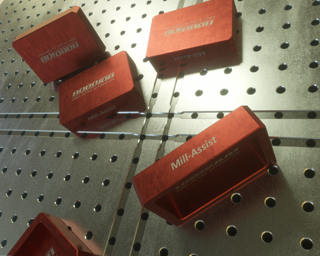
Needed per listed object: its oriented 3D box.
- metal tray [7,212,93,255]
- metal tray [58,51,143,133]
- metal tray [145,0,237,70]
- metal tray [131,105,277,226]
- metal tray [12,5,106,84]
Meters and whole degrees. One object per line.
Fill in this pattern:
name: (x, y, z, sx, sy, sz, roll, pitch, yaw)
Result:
metal tray: (-0.152, 0.181, 0.371, 0.090, 0.030, 0.130, 28, 76, 37)
metal tray: (-0.097, -0.057, 0.489, 0.130, 0.030, 0.090, -24, 53, 12)
metal tray: (0.048, -0.142, 0.466, 0.130, 0.030, 0.090, -6, 59, 24)
metal tray: (0.049, 0.043, 0.313, 0.130, 0.090, 0.030, -34, 52, 5)
metal tray: (-0.173, -0.141, 0.537, 0.130, 0.090, 0.030, -20, 38, 16)
